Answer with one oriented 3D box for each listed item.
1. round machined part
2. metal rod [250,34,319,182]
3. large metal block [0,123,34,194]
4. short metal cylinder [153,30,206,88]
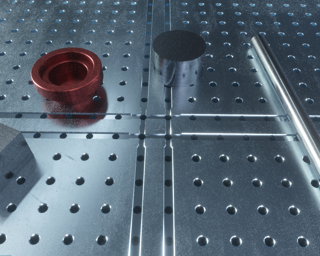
[{"bbox_3d":[-0.133,-0.072,0.456,0.099,0.042,0.098,0,50,0],"label":"round machined part"},{"bbox_3d":[0.186,-0.037,0.441,0.025,0.025,0.300,-4,50,-4],"label":"metal rod"},{"bbox_3d":[-0.213,0.034,0.360,0.080,0.050,0.080,20,53,16],"label":"large metal block"},{"bbox_3d":[0.029,-0.109,0.483,0.081,0.050,0.080,0,50,0],"label":"short metal cylinder"}]
